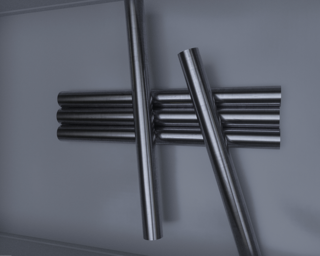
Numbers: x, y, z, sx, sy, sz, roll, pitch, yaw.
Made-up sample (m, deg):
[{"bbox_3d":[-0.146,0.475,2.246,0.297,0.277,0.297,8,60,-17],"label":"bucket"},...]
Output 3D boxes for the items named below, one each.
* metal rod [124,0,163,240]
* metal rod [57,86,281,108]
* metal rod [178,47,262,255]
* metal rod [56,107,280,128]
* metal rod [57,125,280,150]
[{"bbox_3d":[-0.021,-0.013,0.389,0.025,0.025,0.298,-5,88,19],"label":"metal rod"},{"bbox_3d":[-0.002,-0.040,0.409,0.301,0.025,0.025,1,91,19],"label":"metal rod"},{"bbox_3d":[0.076,0.054,0.360,0.025,0.025,0.298,-17,91,19],"label":"metal rod"},{"bbox_3d":[-0.003,-0.015,0.409,0.301,0.025,0.025,1,91,19],"label":"metal rod"},{"bbox_3d":[-0.003,0.010,0.409,0.301,0.025,0.025,1,91,19],"label":"metal rod"}]
